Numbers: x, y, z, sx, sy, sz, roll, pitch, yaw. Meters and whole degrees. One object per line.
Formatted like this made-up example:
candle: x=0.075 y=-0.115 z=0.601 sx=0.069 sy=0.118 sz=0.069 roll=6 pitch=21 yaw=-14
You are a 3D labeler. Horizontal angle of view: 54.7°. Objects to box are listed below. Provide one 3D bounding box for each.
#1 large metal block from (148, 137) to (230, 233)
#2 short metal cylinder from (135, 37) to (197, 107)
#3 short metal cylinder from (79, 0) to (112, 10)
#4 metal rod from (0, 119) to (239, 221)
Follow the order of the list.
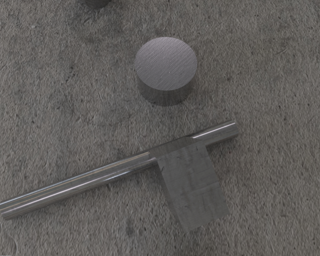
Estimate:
large metal block: x=0.028 y=0.057 z=0.346 sx=0.050 sy=0.080 sz=0.080 roll=-21 pitch=93 yaw=-7
short metal cylinder: x=0.008 y=-0.076 z=0.423 sx=0.081 sy=0.050 sz=0.080 roll=0 pitch=70 yaw=0
short metal cylinder: x=-0.102 y=-0.226 z=0.461 sx=0.050 sy=0.080 sz=0.080 roll=38 pitch=74 yaw=12
metal rod: x=-0.044 y=0.049 z=0.389 sx=0.302 sy=0.025 sz=0.025 roll=-19 pitch=71 yaw=-7
